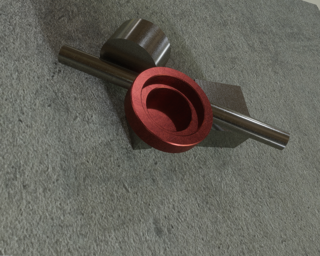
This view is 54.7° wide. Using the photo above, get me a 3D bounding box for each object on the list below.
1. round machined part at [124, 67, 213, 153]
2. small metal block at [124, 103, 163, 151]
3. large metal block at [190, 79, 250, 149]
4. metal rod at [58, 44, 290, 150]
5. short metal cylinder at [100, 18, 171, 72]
[{"bbox_3d":[0.006,-0.016,0.346,0.099,0.042,0.098,13,57,-22],"label":"round machined part"},{"bbox_3d":[-0.019,-0.006,0.384,0.025,0.050,0.050,-2,63,-30],"label":"small metal block"},{"bbox_3d":[0.080,-0.018,0.446,0.081,0.050,0.080,4,60,-27],"label":"large metal block"},{"bbox_3d":[0.016,-0.039,0.391,0.301,0.025,0.025,22,52,2],"label":"metal rod"},{"bbox_3d":[-0.032,-0.097,0.413,0.080,0.080,0.050,33,51,-8],"label":"short metal cylinder"}]
